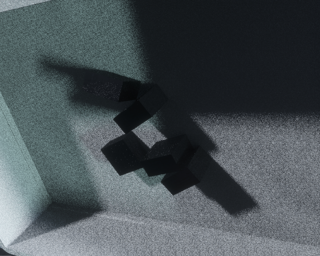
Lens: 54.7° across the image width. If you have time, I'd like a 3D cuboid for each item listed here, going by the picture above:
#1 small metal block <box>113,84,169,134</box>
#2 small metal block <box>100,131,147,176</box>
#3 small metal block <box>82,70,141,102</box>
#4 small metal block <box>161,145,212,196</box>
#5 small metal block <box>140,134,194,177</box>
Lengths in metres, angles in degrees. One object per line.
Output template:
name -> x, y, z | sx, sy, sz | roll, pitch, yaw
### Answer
small metal block -> -0.023, -0.024, 0.389 | 0.050, 0.050, 0.025 | -32, 101, 38
small metal block -> -0.051, 0.038, 0.457 | 0.050, 0.025, 0.050 | -25, 106, 36
small metal block -> -0.059, -0.053, 0.386 | 0.050, 0.050, 0.025 | 19, 104, 17
small metal block -> 0.035, 0.056, 0.407 | 0.025, 0.050, 0.050 | 49, 128, -7
small metal block -> 0.010, 0.036, 0.408 | 0.050, 0.050, 0.025 | -17, 109, 34
